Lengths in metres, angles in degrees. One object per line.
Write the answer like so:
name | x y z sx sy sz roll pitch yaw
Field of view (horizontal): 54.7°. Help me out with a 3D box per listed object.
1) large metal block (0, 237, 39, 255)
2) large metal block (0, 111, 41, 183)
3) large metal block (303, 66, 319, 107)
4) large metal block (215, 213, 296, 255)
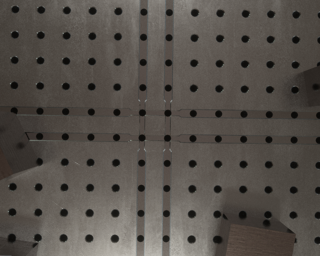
large metal block | -0.212 0.190 0.398 0.080 0.050 0.080 10 90 -1
large metal block | -0.203 0.026 0.383 0.050 0.080 0.080 -26 90 0
large metal block | 0.243 -0.059 0.389 0.081 0.080 0.050 -9 90 0
large metal block | 0.120 0.162 0.403 0.080 0.050 0.080 10 90 -1
